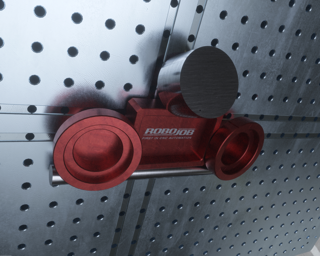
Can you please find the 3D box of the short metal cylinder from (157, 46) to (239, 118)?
[{"bbox_3d":[0.044,-0.051,0.364,0.081,0.050,0.079,-1,93,-29],"label":"short metal cylinder"}]

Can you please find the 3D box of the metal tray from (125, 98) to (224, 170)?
[{"bbox_3d":[0.014,0.009,0.416,0.131,0.030,0.089,0,119,-29],"label":"metal tray"}]

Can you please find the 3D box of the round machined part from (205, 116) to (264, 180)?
[{"bbox_3d":[0.105,0.026,0.463,0.099,0.042,0.097,-19,127,-27],"label":"round machined part"}]

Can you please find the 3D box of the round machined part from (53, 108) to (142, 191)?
[{"bbox_3d":[-0.074,0.022,0.362,0.099,0.042,0.097,-8,118,-16],"label":"round machined part"}]

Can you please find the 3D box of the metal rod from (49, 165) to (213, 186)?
[{"bbox_3d":[0.001,0.059,0.444,0.303,0.025,0.025,1,118,-29],"label":"metal rod"}]
